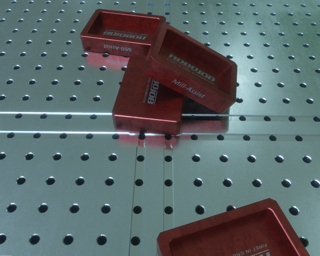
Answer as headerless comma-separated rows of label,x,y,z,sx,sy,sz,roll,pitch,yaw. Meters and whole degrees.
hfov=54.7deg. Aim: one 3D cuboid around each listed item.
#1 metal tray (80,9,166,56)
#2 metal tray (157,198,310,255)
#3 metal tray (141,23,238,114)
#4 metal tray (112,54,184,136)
metal tray,-0.061,-0.166,0.543,0.131,0.030,0.090,9,50,7
metal tray,0.071,0.129,0.296,0.131,0.030,0.090,-14,52,-12
metal tray,0.047,-0.085,0.439,0.131,0.030,0.090,26,48,-13
metal tray,-0.010,-0.052,0.448,0.091,0.030,0.130,6,50,5
